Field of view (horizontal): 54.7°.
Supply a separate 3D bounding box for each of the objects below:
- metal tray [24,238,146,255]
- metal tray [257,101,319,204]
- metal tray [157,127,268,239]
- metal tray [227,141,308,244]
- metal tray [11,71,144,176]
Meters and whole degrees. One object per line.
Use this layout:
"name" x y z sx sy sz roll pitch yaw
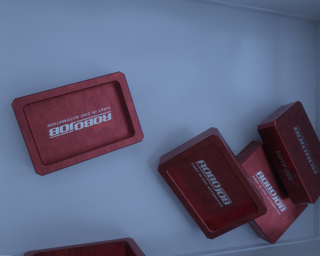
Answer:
"metal tray" -0.083 0.160 0.345 0.131 0.090 0.030 -1 91 -20
"metal tray" 0.204 0.035 0.461 0.091 0.030 0.130 -30 96 -39
"metal tray" 0.069 0.075 0.410 0.090 0.030 0.130 -32 103 14
"metal tray" 0.155 0.095 0.465 0.090 0.030 0.130 -41 103 -16
"metal tray" -0.095 -0.008 0.372 0.131 0.030 0.090 -19 97 -19
